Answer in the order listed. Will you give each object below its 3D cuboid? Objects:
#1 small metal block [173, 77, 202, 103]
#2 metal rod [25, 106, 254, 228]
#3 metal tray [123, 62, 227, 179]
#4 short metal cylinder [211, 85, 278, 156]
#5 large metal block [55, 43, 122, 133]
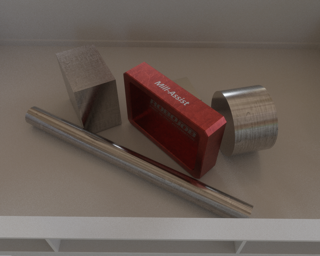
[{"bbox_3d":[0.024,-0.042,0.437,0.050,0.025,0.050,-15,52,-13],"label":"small metal block"},{"bbox_3d":[-0.039,0.038,0.371,0.301,0.025,0.025,23,54,17],"label":"metal rod"},{"bbox_3d":[0.012,-0.009,0.368,0.030,0.089,0.130,-36,59,-27],"label":"metal tray"},{"bbox_3d":[0.099,-0.009,0.376,0.050,0.080,0.080,-10,51,-7],"label":"short metal cylinder"},{"bbox_3d":[-0.093,-0.050,0.409,0.050,0.080,0.080,-21,53,-17],"label":"large metal block"}]
